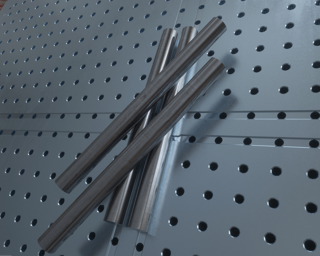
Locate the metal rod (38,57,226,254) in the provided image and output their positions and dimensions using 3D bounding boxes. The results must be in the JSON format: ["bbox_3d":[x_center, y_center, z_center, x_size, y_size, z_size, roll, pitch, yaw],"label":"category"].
[{"bbox_3d":[-0.030,0.029,0.375,0.300,0.025,0.025,-46,51,-5],"label":"metal rod"}]

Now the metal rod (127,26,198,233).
[{"bbox_3d":[0.010,-0.016,0.414,0.025,0.025,0.300,1,62,29],"label":"metal rod"}]

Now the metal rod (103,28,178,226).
[{"bbox_3d":[-0.020,-0.018,0.431,0.025,0.025,0.300,1,62,29],"label":"metal rod"}]

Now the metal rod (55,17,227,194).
[{"bbox_3d":[-0.022,-0.033,0.410,0.300,0.025,0.025,-46,51,-5],"label":"metal rod"}]
